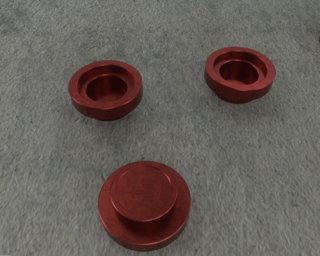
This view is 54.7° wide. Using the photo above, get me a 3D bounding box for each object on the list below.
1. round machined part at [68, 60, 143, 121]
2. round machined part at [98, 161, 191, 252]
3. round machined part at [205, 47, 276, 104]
[{"bbox_3d":[-0.073,-0.048,0.431,0.099,0.042,0.098,0,50,0],"label":"round machined part"},{"bbox_3d":[-0.016,0.075,0.329,0.099,0.042,0.098,0,50,0],"label":"round machined part"},{"bbox_3d":[0.114,-0.073,0.455,0.099,0.042,0.098,0,50,0],"label":"round machined part"}]
